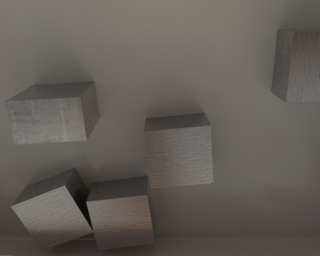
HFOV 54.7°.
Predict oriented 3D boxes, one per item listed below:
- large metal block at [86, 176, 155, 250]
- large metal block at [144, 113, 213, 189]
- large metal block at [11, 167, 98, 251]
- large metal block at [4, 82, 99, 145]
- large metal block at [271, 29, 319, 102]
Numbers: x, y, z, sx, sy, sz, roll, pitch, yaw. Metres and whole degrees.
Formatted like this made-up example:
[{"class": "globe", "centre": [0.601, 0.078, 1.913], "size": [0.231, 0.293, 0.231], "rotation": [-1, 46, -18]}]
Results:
[{"class": "large metal block", "centre": [-0.052, 0.120, 0.442], "size": [0.080, 0.050, 0.079], "rotation": [-7, 110, 2]}, {"class": "large metal block", "centre": [0.025, 0.029, 0.409], "size": [0.080, 0.050, 0.079], "rotation": [-5, 110, 1]}, {"class": "large metal block", "centre": [-0.143, 0.114, 0.438], "size": [0.080, 0.050, 0.080], "rotation": [-22, 109, 7]}, {"class": "large metal block", "centre": [-0.123, -0.021, 0.373], "size": [0.081, 0.080, 0.050], "rotation": [-3, 110, 1]}, {"class": "large metal block", "centre": [0.186, -0.077, 0.372], "size": [0.081, 0.050, 0.079], "rotation": [-2, 110, 0]}]
